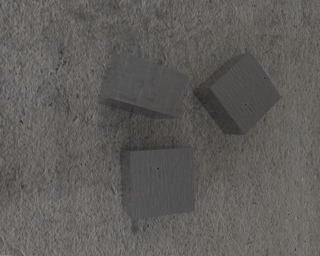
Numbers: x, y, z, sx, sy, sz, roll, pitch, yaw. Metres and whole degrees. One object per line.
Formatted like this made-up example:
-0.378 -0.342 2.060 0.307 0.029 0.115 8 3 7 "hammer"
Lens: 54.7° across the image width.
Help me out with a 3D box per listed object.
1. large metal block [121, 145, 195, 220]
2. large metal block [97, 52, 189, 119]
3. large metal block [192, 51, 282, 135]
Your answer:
-0.004 0.065 0.394 0.081 0.050 0.080 -2 91 -20 "large metal block"
-0.024 -0.046 0.371 0.081 0.080 0.050 15 85 -20 "large metal block"
0.108 -0.047 0.435 0.080 0.050 0.080 -42 104 -15 "large metal block"
